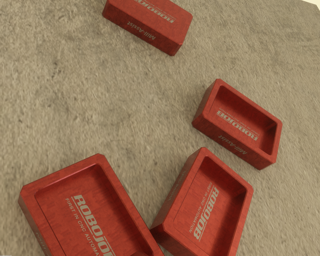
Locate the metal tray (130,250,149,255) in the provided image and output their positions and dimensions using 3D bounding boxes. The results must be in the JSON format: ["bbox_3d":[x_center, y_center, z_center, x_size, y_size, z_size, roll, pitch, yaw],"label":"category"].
[{"bbox_3d":[-0.048,0.171,0.242,0.131,0.030,0.089,-21,107,-36],"label":"metal tray"}]

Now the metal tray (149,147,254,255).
[{"bbox_3d":[0.055,0.095,0.363,0.090,0.030,0.131,40,46,-5],"label":"metal tray"}]

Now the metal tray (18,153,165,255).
[{"bbox_3d":[-0.067,0.099,0.304,0.091,0.030,0.130,-24,75,-37],"label":"metal tray"}]

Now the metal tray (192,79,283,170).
[{"bbox_3d":[0.121,-0.007,0.471,0.130,0.030,0.090,33,51,-7],"label":"metal tray"}]

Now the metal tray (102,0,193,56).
[{"bbox_3d":[-0.016,-0.184,0.506,0.131,0.030,0.090,28,52,-11],"label":"metal tray"}]
